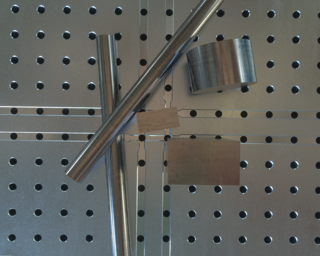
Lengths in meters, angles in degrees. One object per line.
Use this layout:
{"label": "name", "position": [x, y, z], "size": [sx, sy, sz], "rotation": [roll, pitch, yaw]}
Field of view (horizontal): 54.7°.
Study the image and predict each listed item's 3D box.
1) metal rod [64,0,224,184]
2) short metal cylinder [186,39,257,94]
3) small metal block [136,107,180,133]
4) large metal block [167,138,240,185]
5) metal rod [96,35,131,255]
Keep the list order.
{"label": "metal rod", "position": [-0.015, -0.058, 0.396], "size": [0.025, 0.025, 0.300], "rotation": [38, 83, -1]}
{"label": "short metal cylinder", "position": [0.076, -0.074, 0.387], "size": [0.081, 0.080, 0.050], "rotation": [-8, 90, 0]}
{"label": "small metal block", "position": [-0.003, -0.010, 0.401], "size": [0.050, 0.050, 0.025], "rotation": [-9, 90, -1]}
{"label": "large metal block", "position": [0.049, 0.039, 0.387], "size": [0.081, 0.080, 0.050], "rotation": [1, 90, -1]}
{"label": "metal rod", "position": [-0.062, 0.028, 0.412], "size": [0.025, 0.025, 0.298], "rotation": [-4, 90, -1]}
